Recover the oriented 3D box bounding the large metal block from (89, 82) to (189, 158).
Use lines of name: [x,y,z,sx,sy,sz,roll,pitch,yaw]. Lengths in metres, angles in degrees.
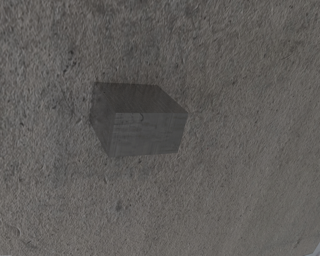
large metal block: [-0.027,-0.012,0.348,0.081,0.080,0.050,-1,119,-28]
